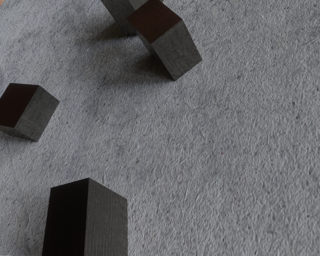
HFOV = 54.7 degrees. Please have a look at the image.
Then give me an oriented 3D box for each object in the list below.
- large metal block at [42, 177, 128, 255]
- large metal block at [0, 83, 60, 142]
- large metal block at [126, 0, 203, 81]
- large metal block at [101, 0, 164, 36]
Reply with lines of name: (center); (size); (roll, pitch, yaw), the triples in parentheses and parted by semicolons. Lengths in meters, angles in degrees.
large metal block: (-0.078, 0.111, 0.342); (0.050, 0.080, 0.080); (-17, 55, 18)
large metal block: (-0.233, -0.028, 0.528); (0.080, 0.050, 0.080); (8, 66, 31)
large metal block: (0.007, -0.127, 0.443); (0.050, 0.080, 0.080); (-38, 51, 3)
large metal block: (-0.043, -0.216, 0.524); (0.050, 0.080, 0.080); (5, 64, 30)
